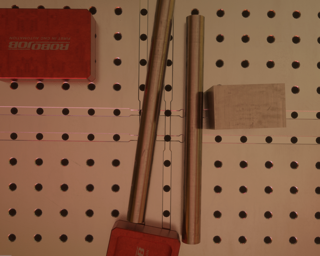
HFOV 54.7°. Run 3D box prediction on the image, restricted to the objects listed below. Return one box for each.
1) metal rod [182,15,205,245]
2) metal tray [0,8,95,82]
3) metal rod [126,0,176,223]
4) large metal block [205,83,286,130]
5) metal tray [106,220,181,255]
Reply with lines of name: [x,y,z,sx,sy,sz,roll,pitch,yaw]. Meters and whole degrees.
metal rod: [0.044,0.002,0.413,0.025,0.025,0.298,1,90,-1]
metal tray: [-0.154,-0.108,0.409,0.131,0.030,0.089,0,90,-1]
metal rod: [-0.012,-0.025,0.413,0.025,0.025,0.298,8,90,-1]
large metal block: [0.101,-0.025,0.387,0.081,0.080,0.050,-2,90,-1]
metal tray: [-0.030,0.198,0.410,0.091,0.030,0.129,12,90,-1]
